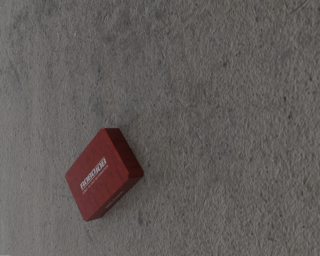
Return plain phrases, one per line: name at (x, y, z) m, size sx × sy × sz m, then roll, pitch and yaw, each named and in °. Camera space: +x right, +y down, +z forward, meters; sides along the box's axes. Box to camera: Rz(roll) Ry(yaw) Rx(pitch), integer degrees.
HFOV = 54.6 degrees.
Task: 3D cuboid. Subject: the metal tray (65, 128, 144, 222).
metal tray at (-0.090, 0.072, 0.478) m, size 0.129 × 0.030 × 0.090 m, roll -47°, pitch 62°, yaw 30°
